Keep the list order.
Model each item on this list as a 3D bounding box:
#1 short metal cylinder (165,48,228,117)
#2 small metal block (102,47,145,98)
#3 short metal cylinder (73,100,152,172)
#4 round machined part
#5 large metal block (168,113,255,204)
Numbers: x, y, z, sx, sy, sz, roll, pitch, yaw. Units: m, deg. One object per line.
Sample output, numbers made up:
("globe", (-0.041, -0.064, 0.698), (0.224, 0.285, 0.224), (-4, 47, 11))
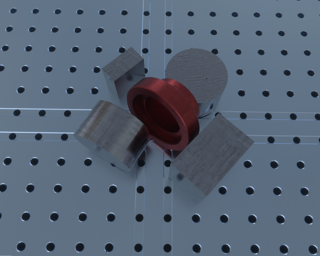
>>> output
("short metal cylinder", (0.047, -0.060, 0.420), (0.081, 0.050, 0.080), (0, 70, 0))
("small metal block", (-0.048, -0.075, 0.425), (0.050, 0.050, 0.025), (-40, 75, -13))
("short metal cylinder", (-0.057, 0.010, 0.378), (0.080, 0.080, 0.050), (29, 73, 10))
("round machined part", (0.009, -0.022, 0.381), (0.098, 0.098, 0.042), (39, 62, 12))
("large metal block", (0.057, 0.040, 0.369), (0.050, 0.080, 0.080), (42, 75, 13))
